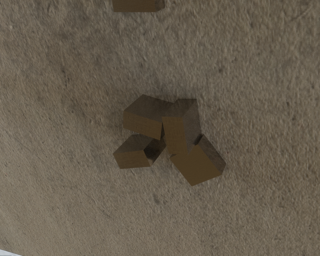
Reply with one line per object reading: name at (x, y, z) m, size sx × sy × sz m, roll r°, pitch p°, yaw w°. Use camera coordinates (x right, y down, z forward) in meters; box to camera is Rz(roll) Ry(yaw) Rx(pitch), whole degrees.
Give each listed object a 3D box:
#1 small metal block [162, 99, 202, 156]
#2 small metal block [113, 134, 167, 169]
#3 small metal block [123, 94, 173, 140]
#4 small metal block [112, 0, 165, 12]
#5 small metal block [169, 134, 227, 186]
small metal block at (0.028, -0.002, 0.374) m, size 0.025 × 0.050 × 0.050 m, roll 3°, pitch 120°, yaw 26°
small metal block at (-0.027, 0.030, 0.422) m, size 0.050 × 0.050 × 0.025 m, roll -9°, pitch 114°, yaw 32°
small metal block at (-0.011, -0.015, 0.386) m, size 0.050 × 0.050 × 0.025 m, roll 18°, pitch 125°, yaw 17°
small metal block at (-0.024, -0.150, 0.325) m, size 0.050 × 0.025 × 0.050 m, roll 9°, pitch 122°, yaw 23°
small metal block at (0.050, 0.043, 0.406) m, size 0.050 × 0.025 × 0.050 m, roll -31°, pitch 102°, yaw 37°
